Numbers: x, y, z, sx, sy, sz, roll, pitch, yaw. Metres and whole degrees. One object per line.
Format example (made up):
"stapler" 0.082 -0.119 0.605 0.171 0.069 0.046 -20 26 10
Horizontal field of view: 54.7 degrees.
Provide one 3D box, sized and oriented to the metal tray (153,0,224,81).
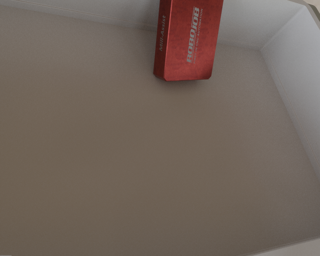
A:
"metal tray" 0.041 -0.136 0.453 0.091 0.129 0.030 -8 26 -32
